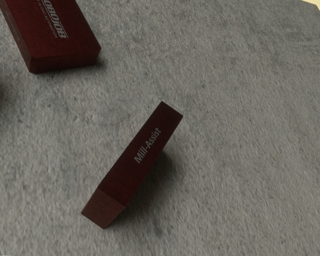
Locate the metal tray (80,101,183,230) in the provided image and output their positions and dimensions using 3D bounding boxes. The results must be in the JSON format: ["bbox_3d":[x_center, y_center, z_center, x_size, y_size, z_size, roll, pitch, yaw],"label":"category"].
[{"bbox_3d":[-0.029,0.039,0.339,0.030,0.089,0.130,36,50,-1],"label":"metal tray"}]

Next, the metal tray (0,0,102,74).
[{"bbox_3d":[-0.146,-0.137,0.406,0.091,0.030,0.130,-18,71,-35],"label":"metal tray"}]
